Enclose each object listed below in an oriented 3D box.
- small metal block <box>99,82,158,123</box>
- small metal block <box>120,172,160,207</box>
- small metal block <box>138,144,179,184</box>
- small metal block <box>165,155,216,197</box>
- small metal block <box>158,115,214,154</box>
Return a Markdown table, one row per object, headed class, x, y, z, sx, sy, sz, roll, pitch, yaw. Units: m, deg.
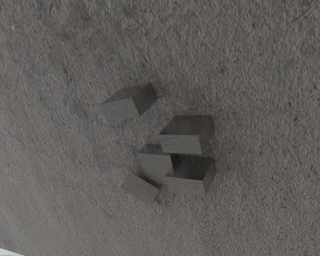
| class | x | y | z | sx | sy | sz | roll | pitch | yaw |
| --- | --- | --- | --- | --- | --- | --- | --- | --- | --- |
| small metal block | -0.038 | -0.033 | 0.391 | 0.050 | 0.050 | 0.025 | -9 | 114 | 32 |
| small metal block | -0.029 | 0.093 | 0.463 | 0.050 | 0.025 | 0.050 | 30 | 165 | 8 |
| small metal block | 0.002 | 0.051 | 0.438 | 0.050 | 0.025 | 0.050 | 2 | 119 | 27 |
| small metal block | 0.041 | 0.061 | 0.407 | 0.050 | 0.050 | 0.025 | 2 | 119 | 27 |
| small metal block | 0.033 | 0.007 | 0.377 | 0.050 | 0.050 | 0.025 | 0 | 119 | 28 |
